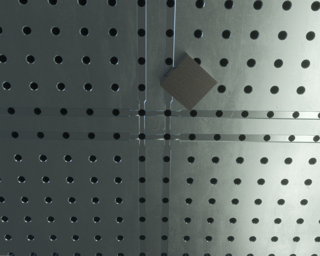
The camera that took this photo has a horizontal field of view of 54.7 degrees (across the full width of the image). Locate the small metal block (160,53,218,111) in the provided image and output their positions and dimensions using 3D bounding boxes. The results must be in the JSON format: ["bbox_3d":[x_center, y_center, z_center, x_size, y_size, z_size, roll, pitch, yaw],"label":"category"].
[{"bbox_3d":[0.036,-0.058,0.392,0.050,0.025,0.050,40,105,-14],"label":"small metal block"}]
